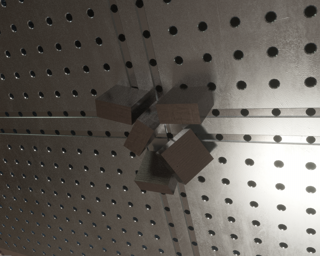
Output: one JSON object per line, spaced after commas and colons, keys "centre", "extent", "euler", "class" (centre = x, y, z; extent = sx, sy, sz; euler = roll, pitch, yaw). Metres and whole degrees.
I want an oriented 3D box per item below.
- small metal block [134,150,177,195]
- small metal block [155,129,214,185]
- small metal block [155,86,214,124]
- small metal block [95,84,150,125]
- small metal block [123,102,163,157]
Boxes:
{"centre": [-0.001, 0.061, 0.428], "extent": [0.050, 0.050, 0.025], "euler": [4, 142, 26], "class": "small metal block"}
{"centre": [0.031, 0.036, 0.397], "extent": [0.050, 0.050, 0.025], "euler": [52, 166, -9], "class": "small metal block"}
{"centre": [0.030, -0.027, 0.361], "extent": [0.050, 0.050, 0.025], "euler": [1, 119, 27], "class": "small metal block"}
{"centre": [-0.047, -0.031, 0.399], "extent": [0.050, 0.050, 0.025], "euler": [14, 124, 20], "class": "small metal block"}
{"centre": [-0.017, 0.001, 0.403], "extent": [0.025, 0.050, 0.050], "euler": [35, 129, 5], "class": "small metal block"}
